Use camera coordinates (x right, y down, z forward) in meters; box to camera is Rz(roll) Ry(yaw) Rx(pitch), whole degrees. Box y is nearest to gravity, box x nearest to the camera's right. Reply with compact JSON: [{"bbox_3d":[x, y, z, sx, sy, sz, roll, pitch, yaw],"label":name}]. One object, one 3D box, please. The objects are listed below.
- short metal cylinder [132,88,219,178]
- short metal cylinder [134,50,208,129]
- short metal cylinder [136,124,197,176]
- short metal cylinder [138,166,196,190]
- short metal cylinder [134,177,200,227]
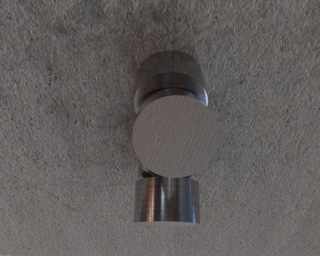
[{"bbox_3d":[0.014,0.003,0.310,0.081,0.050,0.079,0,105,-1],"label":"short metal cylinder"},{"bbox_3d":[0.012,-0.042,0.357,0.081,0.050,0.079,0,130,0],"label":"short metal cylinder"},{"bbox_3d":[0.011,0.017,0.388,0.081,0.080,0.050,1,130,-1],"label":"short metal cylinder"},{"bbox_3d":[0.010,0.061,0.444,0.081,0.050,0.079,0,130,0],"label":"short metal cylinder"},{"bbox_3d":[0.009,0.094,0.385,0.080,0.050,0.080,1,158,1],"label":"short metal cylinder"}]
